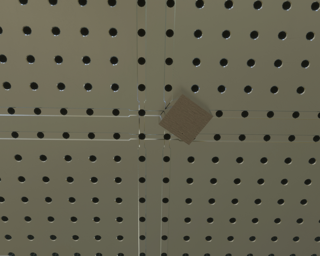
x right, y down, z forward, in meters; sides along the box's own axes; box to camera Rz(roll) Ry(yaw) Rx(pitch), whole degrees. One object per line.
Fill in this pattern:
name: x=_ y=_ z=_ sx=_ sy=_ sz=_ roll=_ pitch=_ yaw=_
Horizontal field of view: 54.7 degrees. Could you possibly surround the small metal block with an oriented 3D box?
small metal block: x=0.033 y=-0.014 z=0.409 sx=0.050 sy=0.025 sz=0.050 roll=35 pitch=106 yaw=-12
